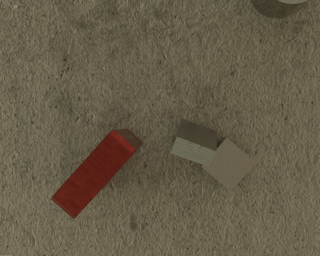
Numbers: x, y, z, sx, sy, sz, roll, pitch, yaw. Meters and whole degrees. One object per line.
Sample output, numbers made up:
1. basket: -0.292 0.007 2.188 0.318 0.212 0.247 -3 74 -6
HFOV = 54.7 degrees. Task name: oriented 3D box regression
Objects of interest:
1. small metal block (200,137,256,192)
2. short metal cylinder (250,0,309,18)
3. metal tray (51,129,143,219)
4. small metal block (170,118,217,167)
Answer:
1. small metal block: 0.088 0.047 0.411 0.050 0.025 0.050 41 90 -1
2. short metal cylinder: 0.160 -0.190 0.399 0.081 0.050 0.079 0 90 0
3. metal tray: -0.064 0.044 0.357 0.030 0.130 0.090 42 90 0
4. small metal block: 0.044 0.018 0.395 0.050 0.050 0.025 21 119 0
